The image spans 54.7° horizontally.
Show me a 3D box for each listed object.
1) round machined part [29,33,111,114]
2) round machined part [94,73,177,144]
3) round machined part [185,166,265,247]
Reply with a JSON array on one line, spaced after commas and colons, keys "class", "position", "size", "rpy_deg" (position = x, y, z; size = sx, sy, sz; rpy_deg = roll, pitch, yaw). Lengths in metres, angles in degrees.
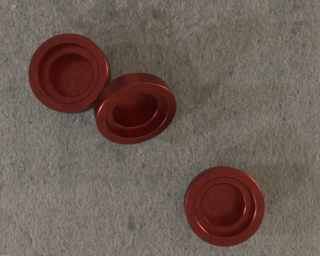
[{"class": "round machined part", "position": [-0.111, -0.067, 0.398], "size": [0.099, 0.042, 0.097], "rpy_deg": [0, 88, 3]}, {"class": "round machined part", "position": [-0.033, -0.028, 0.383], "size": [0.098, 0.098, 0.042], "rpy_deg": [-25, 49, 0]}, {"class": "round machined part", "position": [0.080, 0.098, 0.403], "size": [0.099, 0.042, 0.097], "rpy_deg": [0, 90, -1]}]
